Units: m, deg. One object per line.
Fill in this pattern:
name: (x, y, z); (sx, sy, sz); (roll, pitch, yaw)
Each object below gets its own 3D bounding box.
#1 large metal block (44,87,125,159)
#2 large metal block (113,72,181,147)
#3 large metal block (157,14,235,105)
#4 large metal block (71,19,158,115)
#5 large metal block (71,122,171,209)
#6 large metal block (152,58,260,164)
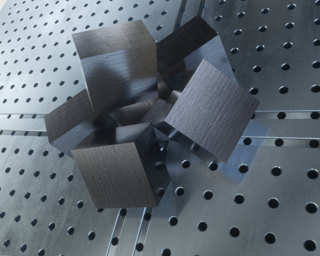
large metal block: (-0.095, 0.000, 0.423); (0.080, 0.080, 0.050); (-33, 52, 6)
large metal block: (-0.014, -0.021, 0.415); (0.080, 0.050, 0.080); (-34, 51, 6)
large metal block: (0.041, -0.083, 0.403); (0.080, 0.080, 0.050); (-34, 52, 6)
large metal block: (-0.050, -0.070, 0.362); (0.081, 0.080, 0.050); (-17, 51, -13)
large metal block: (-0.042, 0.045, 0.360); (0.080, 0.080, 0.050); (-8, 22, 24)
large metal block: (0.050, -0.016, 0.348); (0.080, 0.080, 0.050); (-58, 12, -13)
